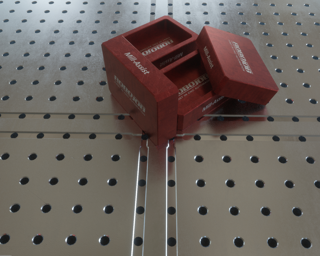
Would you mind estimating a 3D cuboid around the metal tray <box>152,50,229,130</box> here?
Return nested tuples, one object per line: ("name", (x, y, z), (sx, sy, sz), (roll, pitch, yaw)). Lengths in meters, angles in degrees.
("metal tray", (0.047, -0.062, 0.457), (0.131, 0.030, 0.090), (-33, 58, -25))

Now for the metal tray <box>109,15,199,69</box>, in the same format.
("metal tray", (-0.010, -0.137, 0.519), (0.131, 0.030, 0.090), (-32, 57, -24))

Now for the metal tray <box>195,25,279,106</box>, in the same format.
("metal tray", (0.111, -0.096, 0.464), (0.091, 0.030, 0.130), (9, 46, -22))

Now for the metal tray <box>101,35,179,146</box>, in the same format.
("metal tray", (-0.028, -0.050, 0.407), (0.030, 0.090, 0.130), (-28, 56, -21))
